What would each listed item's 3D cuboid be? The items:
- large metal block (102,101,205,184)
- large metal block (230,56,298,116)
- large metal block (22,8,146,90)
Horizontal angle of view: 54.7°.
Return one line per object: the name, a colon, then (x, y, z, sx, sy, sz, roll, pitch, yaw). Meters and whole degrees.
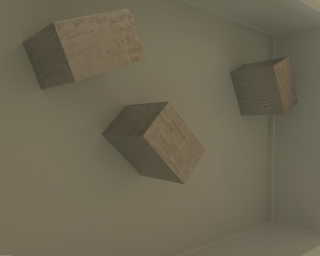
large metal block: (-0.008, 0.017, 0.366, 0.080, 0.080, 0.050, 51, 60, -28)
large metal block: (0.175, -0.068, 0.520, 0.050, 0.080, 0.080, -31, 110, -36)
large metal block: (-0.076, -0.077, 0.308, 0.081, 0.080, 0.050, -28, 108, -37)
